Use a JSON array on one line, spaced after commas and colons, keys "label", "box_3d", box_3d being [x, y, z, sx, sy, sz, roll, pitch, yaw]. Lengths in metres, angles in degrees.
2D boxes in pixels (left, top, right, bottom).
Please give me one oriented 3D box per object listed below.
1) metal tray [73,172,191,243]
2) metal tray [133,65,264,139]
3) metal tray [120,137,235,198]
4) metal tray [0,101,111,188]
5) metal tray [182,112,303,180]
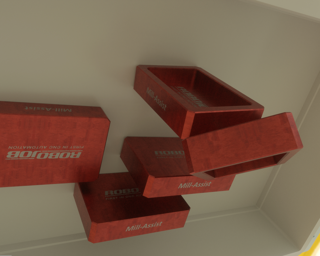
[{"label": "metal tray", "box_3d": [-0.038, 0.097, 0.407, 0.131, 0.090, 0.030, 0, 118, -29]}, {"label": "metal tray", "box_3d": [0.036, -0.034, 0.341, 0.091, 0.130, 0.030, -4, 120, -27]}, {"label": "metal tray", "box_3d": [0.024, 0.047, 0.410, 0.131, 0.090, 0.030, 2, 118, -30]}, {"label": "metal tray", "box_3d": [-0.129, 0.019, 0.347, 0.131, 0.030, 0.089, 2, 118, -30]}, {"label": "metal tray", "box_3d": [0.080, 0.025, 0.305, 0.090, 0.030, 0.130, -15, 165, 12]}]
